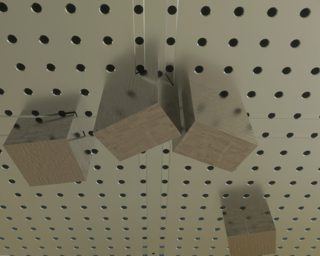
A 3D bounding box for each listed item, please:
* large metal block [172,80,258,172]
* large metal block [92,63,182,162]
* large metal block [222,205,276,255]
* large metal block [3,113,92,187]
[{"bbox_3d":[0.061,-0.003,0.374,0.080,0.080,0.050,20,127,-17],"label":"large metal block"},{"bbox_3d":[-0.024,-0.019,0.359,0.080,0.080,0.050,-24,126,19],"label":"large metal block"},{"bbox_3d":[0.161,0.188,0.558,0.080,0.050,0.080,-10,130,8],"label":"large metal block"},{"bbox_3d":[-0.146,0.031,0.419,0.080,0.050,0.080,-7,130,5],"label":"large metal block"}]
